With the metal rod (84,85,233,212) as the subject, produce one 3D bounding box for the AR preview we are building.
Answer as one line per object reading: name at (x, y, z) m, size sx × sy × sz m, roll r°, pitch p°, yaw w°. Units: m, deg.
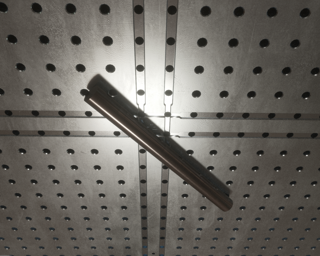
metal rod at (0.015, 0.044, 0.449) m, size 0.025 × 0.025 × 0.300 m, roll -33°, pitch 123°, yaw 25°
